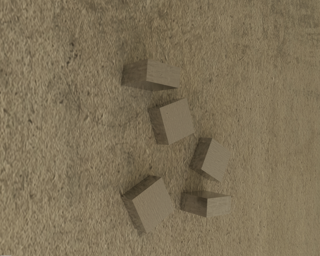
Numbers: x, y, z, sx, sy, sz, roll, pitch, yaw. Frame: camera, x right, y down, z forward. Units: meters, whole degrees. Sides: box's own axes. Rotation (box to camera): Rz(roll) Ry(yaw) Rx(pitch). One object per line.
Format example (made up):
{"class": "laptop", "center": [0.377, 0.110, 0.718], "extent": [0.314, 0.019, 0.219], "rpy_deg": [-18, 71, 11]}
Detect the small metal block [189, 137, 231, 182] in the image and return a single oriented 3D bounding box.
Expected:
{"class": "small metal block", "center": [0.076, 0.048, 0.468], "extent": [0.050, 0.025, 0.050], "rpy_deg": [35, 68, -34]}

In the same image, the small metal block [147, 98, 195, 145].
{"class": "small metal block", "center": [0.016, -0.010, 0.418], "extent": [0.050, 0.025, 0.050], "rpy_deg": [-24, 105, -37]}

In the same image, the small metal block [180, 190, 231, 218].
{"class": "small metal block", "center": [0.065, 0.107, 0.443], "extent": [0.050, 0.050, 0.025], "rpy_deg": [5, 87, -40]}

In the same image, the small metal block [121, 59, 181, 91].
{"class": "small metal block", "center": [-0.011, -0.063, 0.379], "extent": [0.050, 0.050, 0.025], "rpy_deg": [6, 86, -40]}

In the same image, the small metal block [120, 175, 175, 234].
{"class": "small metal block", "center": [-0.015, 0.095, 0.392], "extent": [0.050, 0.025, 0.050], "rpy_deg": [-33, 110, -35]}
